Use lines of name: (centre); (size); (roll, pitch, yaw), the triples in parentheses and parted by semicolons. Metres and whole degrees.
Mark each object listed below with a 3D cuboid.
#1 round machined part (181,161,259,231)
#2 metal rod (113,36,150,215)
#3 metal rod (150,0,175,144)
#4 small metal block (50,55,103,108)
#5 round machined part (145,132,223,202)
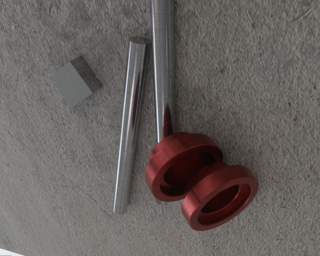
round machined part: (0.069, 0.080, 0.386); (0.042, 0.099, 0.097); (55, 142, 41)
metal rod: (-0.046, 0.019, 0.442); (0.025, 0.025, 0.298); (21, 127, 15)
metal rod: (0.005, -0.056, 0.369); (0.025, 0.025, 0.298); (12, 124, 22)
small metal block: (-0.116, -0.063, 0.429); (0.050, 0.025, 0.050); (-26, 105, 37)
round machined part: (0.026, 0.044, 0.386); (0.042, 0.099, 0.097); (55, 142, 41)
